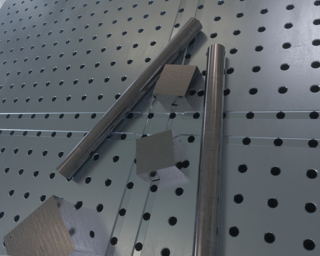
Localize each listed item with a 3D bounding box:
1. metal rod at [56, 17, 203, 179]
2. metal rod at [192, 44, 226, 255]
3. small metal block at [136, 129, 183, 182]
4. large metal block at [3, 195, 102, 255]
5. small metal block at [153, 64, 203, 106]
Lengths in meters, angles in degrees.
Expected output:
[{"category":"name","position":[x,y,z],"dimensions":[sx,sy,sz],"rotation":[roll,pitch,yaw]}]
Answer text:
[{"category":"metal rod","position":[-0.041,-0.048,0.459],"dimensions":[0.025,0.025,0.300],"rotation":[35,81,38]},{"category":"metal rod","position":[0.060,0.022,0.363],"dimensions":[0.025,0.025,0.299],"rotation":[-6,59,25]},{"category":"small metal block","position":[-0.002,0.035,0.388],"dimensions":[0.050,0.025,0.050],"rotation":[-16,55,19]},{"category":"large metal block","position":[-0.130,0.143,0.373],"dimensions":[0.080,0.050,0.080],"rotation":[-41,51,0]},{"category":"small metal block","position":[0.025,-0.061,0.432],"dimensions":[0.050,0.025,0.050],"rotation":[10,66,32]}]
